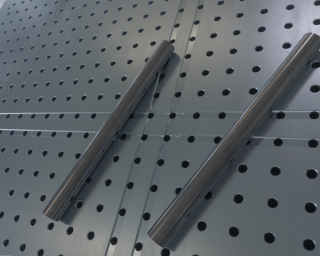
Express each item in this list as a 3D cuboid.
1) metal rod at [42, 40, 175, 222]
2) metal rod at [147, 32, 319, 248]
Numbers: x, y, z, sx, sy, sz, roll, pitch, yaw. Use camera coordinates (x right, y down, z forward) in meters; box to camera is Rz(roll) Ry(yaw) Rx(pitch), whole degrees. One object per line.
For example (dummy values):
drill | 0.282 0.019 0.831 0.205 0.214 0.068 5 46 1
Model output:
metal rod | -0.067 -0.005 0.446 0.025 0.025 0.300 23 74 36
metal rod | 0.091 0.008 0.355 0.025 0.025 0.300 34 80 38
